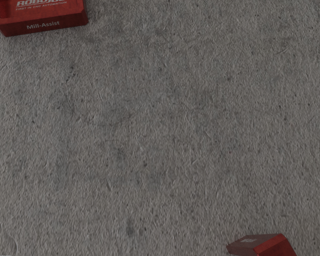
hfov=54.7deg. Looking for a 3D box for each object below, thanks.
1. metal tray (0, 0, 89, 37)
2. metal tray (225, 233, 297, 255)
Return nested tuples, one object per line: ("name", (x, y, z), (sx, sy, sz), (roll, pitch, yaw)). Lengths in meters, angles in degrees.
("metal tray", (-0.182, -0.194, 0.474), (0.131, 0.030, 0.090), (-10, 70, -4))
("metal tray", (0.112, 0.156, 0.310), (0.030, 0.130, 0.090), (-24, 72, -9))
